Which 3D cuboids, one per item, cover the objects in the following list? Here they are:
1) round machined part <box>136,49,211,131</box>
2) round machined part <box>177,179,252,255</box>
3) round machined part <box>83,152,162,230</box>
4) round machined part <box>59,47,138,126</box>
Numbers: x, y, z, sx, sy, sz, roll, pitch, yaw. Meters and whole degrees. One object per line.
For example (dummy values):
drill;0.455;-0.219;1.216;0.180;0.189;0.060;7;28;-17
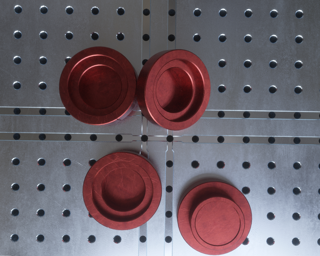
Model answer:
round machined part;0.013;-0.048;0.390;0.099;0.042;0.097;-7;103;-32
round machined part;0.072;0.118;0.405;0.099;0.042;0.097;0;90;0
round machined part;-0.047;0.078;0.405;0.099;0.042;0.097;0;90;0
round machined part;-0.074;-0.051;0.401;0.098;0.042;0.098;0;87;6
